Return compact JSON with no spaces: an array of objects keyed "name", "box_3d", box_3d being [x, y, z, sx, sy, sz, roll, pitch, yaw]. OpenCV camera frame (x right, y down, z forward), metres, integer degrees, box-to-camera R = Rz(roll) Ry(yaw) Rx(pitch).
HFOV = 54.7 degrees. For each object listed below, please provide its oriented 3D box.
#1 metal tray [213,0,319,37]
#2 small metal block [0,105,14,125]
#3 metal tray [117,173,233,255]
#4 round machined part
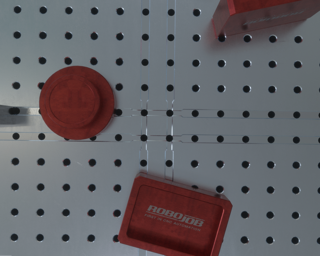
[{"name":"metal tray","box_3d":[0.138,-0.151,0.381,0.131,0.090,0.030,-12,90,0]},{"name":"small metal block","box_3d":[-0.226,-0.016,0.399,0.050,0.050,0.025,-3,90,0]},{"name":"metal tray","box_3d":[0.019,0.120,0.410,0.131,0.030,0.090,16,90,0]},{"name":"round machined part","box_3d":[-0.109,-0.033,0.404,0.099,0.042,0.097,0,90,0]}]
